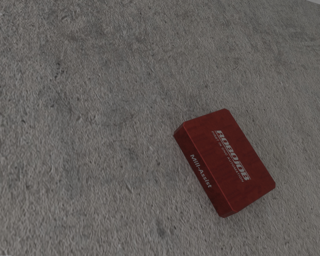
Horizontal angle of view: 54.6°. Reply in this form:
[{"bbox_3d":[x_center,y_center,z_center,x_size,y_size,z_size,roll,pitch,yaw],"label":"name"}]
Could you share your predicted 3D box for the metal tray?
[{"bbox_3d":[0.087,0.043,0.421,0.091,0.030,0.130,-18,72,-35],"label":"metal tray"}]
